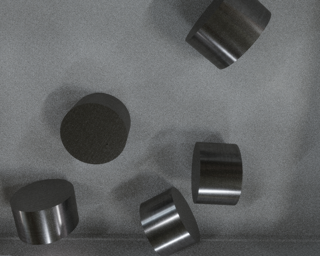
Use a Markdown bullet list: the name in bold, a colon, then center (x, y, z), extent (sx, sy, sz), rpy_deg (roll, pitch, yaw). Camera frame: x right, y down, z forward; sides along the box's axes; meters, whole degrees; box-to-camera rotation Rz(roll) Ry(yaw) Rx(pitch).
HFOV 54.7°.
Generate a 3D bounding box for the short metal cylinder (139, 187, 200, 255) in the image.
- **short metal cylinder**: center (0.014, 0.130, 0.430), extent (0.050, 0.080, 0.080), rpy_deg (-29, 108, 10)

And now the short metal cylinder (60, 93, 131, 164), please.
- **short metal cylinder**: center (-0.080, 0.000, 0.397), extent (0.081, 0.050, 0.079), rpy_deg (0, 110, 0)

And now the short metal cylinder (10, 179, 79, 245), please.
- **short metal cylinder**: center (-0.155, 0.111, 0.421), extent (0.080, 0.080, 0.050), rpy_deg (-3, 110, 1)

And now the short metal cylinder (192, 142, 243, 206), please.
- **short metal cylinder**: center (0.071, 0.059, 0.404), extent (0.050, 0.080, 0.079), rpy_deg (3, 110, -1)

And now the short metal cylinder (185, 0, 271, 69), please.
- **short metal cylinder**: center (0.073, -0.112, 0.341), extent (0.050, 0.080, 0.080), rpy_deg (37, 106, -13)
